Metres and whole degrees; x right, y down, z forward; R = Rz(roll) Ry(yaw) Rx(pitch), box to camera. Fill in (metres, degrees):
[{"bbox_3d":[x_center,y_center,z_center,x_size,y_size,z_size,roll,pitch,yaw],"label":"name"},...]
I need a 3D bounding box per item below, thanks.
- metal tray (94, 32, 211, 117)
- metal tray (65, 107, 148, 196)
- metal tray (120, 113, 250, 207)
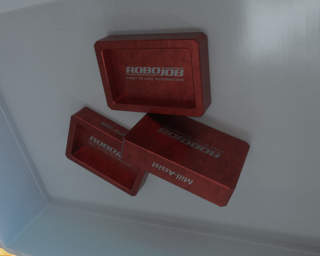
[{"bbox_3d":[-0.008,-0.064,0.369,0.130,0.030,0.089,6,121,24],"label":"metal tray"},{"bbox_3d":[-0.076,0.036,0.465,0.130,0.030,0.089,28,128,9],"label":"metal tray"},{"bbox_3d":[0.031,0.027,0.365,0.130,0.090,0.030,24,127,13],"label":"metal tray"}]
